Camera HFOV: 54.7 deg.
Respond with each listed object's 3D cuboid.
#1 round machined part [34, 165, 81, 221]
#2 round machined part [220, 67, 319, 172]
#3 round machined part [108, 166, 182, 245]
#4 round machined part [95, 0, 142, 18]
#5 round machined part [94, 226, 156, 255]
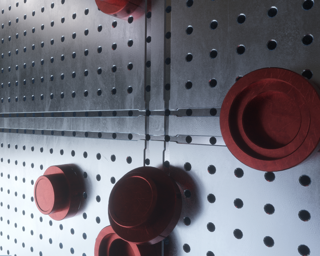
[{"bbox_3d":[-0.187,0.116,0.550,0.098,0.042,0.097,0,90,39],"label":"round machined part"},{"bbox_3d":[0.112,-0.008,0.305,0.098,0.042,0.097,0,90,39],"label":"round machined part"},{"bbox_3d":[-0.025,0.094,0.391,0.098,0.042,0.098,-13,59,22],"label":"round machined part"},{"bbox_3d":[-0.067,-0.216,0.451,0.098,0.042,0.097,0,90,39],"label":"round machined part"},{"bbox_3d":[-0.044,0.180,0.433,0.098,0.042,0.097,0,90,39],"label":"round machined part"}]
